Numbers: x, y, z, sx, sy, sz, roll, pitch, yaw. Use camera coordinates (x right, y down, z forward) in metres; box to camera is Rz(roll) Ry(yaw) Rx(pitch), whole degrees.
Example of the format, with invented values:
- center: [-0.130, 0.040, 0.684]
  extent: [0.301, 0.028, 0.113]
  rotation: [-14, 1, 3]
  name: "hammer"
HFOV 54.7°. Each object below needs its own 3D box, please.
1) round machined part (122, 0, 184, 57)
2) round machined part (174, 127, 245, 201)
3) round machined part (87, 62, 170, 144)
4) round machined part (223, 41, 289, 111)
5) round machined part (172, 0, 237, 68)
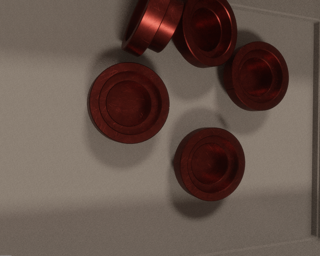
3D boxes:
- center: [-0.006, -0.130, 0.370]
  extent: [0.042, 0.098, 0.098]
  rotation: [22, 83, -19]
  name: "round machined part"
- center: [0.064, 0.048, 0.427]
  extent: [0.099, 0.042, 0.097]
  rotation: [0, 90, -21]
  name: "round machined part"
- center: [-0.041, -0.030, 0.387]
  extent: [0.099, 0.042, 0.097]
  rotation: [0, 90, -21]
  name: "round machined part"
- center: [0.135, -0.073, 0.453]
  extent: [0.099, 0.042, 0.097]
  rotation: [0, 90, -21]
  name: "round machined part"
- center: [0.055, -0.129, 0.414]
  extent: [0.099, 0.042, 0.097]
  rotation: [-3, 95, -36]
  name: "round machined part"
